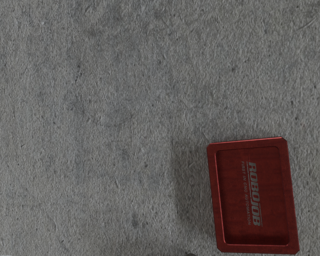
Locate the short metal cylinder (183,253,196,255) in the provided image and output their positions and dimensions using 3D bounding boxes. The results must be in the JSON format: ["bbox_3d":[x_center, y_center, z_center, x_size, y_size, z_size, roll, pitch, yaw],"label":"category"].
[{"bbox_3d":[0.029,0.199,0.369,0.050,0.080,0.080,-31,80,17],"label":"short metal cylinder"}]

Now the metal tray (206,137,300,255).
[{"bbox_3d":[0.109,0.078,0.367,0.090,0.030,0.129,-6,88,19],"label":"metal tray"}]
